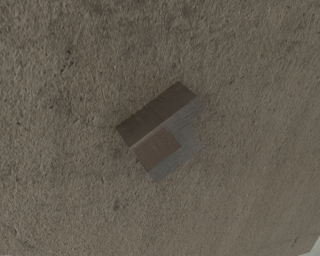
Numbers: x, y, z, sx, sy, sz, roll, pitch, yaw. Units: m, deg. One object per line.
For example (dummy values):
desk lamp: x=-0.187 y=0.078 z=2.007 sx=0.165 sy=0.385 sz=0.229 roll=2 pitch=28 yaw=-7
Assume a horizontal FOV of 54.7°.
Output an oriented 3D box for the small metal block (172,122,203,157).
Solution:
small metal block: x=0.026 y=0.005 z=0.411 sx=0.025 sy=0.050 sz=0.050 roll=-37 pitch=130 yaw=-4

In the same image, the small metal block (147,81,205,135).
small metal block: x=0.019 y=-0.026 z=0.387 sx=0.050 sy=0.050 sz=0.025 roll=-37 pitch=130 yaw=-4

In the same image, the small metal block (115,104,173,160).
small metal block: x=-0.021 y=0.004 z=0.384 sx=0.050 sy=0.050 sz=0.025 roll=-37 pitch=130 yaw=-4

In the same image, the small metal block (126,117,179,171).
small metal block: x=-0.009 y=0.022 z=0.418 sx=0.050 sy=0.025 sz=0.050 roll=-37 pitch=130 yaw=-4

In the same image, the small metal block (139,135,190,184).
small metal block: x=0.000 y=0.032 z=0.381 sx=0.050 sy=0.050 sz=0.025 roll=-37 pitch=130 yaw=-4
